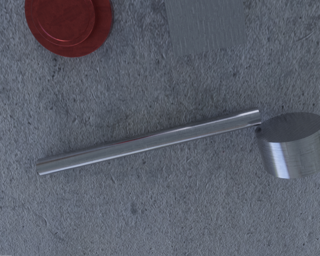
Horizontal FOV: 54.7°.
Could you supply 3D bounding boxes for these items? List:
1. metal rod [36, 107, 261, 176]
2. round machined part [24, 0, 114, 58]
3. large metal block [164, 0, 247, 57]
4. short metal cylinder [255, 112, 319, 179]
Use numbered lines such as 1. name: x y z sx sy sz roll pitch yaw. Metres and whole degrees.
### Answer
1. metal rod: -0.018 0.019 0.416 0.302 0.025 0.025 -13 110 4
2. round machined part: -0.104 -0.129 0.352 0.099 0.042 0.097 0 110 -1
3. large metal block: 0.048 -0.131 0.349 0.080 0.050 0.079 -10 110 3
4. short metal cylinder: 0.166 0.020 0.390 0.080 0.080 0.050 -19 109 6
